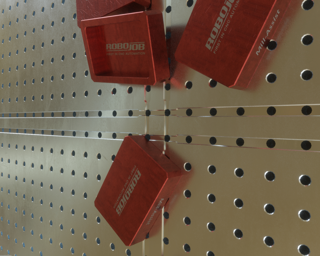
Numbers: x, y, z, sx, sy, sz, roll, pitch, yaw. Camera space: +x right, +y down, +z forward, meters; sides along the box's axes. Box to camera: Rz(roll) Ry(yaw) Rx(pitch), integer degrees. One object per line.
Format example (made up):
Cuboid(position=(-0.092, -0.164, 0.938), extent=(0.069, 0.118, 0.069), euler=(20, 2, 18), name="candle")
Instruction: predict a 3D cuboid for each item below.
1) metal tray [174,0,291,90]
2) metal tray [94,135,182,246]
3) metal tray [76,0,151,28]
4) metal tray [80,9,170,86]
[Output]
Cuboid(position=(0.079, -0.118, 0.340), extent=(0.090, 0.030, 0.129), euler=(36, 112, 34), name="metal tray")
Cuboid(position=(-0.035, 0.086, 0.433), extent=(0.090, 0.030, 0.129), euler=(41, 114, 32), name="metal tray")
Cuboid(position=(-0.075, -0.208, 0.466), extent=(0.130, 0.030, 0.089), euler=(-7, 86, 39), name="metal tray")
Cuboid(position=(-0.051, -0.108, 0.426), extent=(0.130, 0.030, 0.089), euler=(10, 117, 39), name="metal tray")
